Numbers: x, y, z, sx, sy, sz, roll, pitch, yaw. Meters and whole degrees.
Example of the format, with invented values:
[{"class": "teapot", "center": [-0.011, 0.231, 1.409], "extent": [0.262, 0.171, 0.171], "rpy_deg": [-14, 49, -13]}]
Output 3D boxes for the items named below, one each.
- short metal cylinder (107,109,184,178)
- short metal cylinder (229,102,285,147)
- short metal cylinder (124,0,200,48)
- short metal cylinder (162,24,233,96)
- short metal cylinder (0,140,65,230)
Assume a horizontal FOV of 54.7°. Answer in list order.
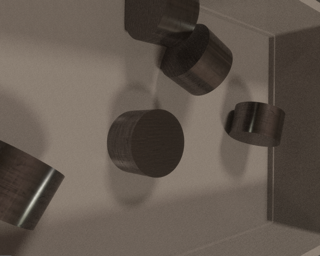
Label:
[{"class": "short metal cylinder", "center": [-0.017, 0.018, 0.378], "extent": [0.081, 0.050, 0.079], "rpy_deg": [0, 90, -40]}, {"class": "short metal cylinder", "center": [0.159, -0.005, 0.507], "extent": [0.080, 0.080, 0.050], "rpy_deg": [25, 74, -38]}, {"class": "short metal cylinder", "center": [0.001, -0.141, 0.373], "extent": [0.050, 0.080, 0.079], "rpy_deg": [1, 89, -41]}, {"class": "short metal cylinder", "center": [0.049, -0.090, 0.414], "extent": [0.050, 0.080, 0.080], "rpy_deg": [31, 71, -36]}, {"class": "short metal cylinder", "center": [-0.130, 0.046, 0.263], "extent": [0.080, 0.080, 0.050], "rpy_deg": [40, 66, -33]}]
